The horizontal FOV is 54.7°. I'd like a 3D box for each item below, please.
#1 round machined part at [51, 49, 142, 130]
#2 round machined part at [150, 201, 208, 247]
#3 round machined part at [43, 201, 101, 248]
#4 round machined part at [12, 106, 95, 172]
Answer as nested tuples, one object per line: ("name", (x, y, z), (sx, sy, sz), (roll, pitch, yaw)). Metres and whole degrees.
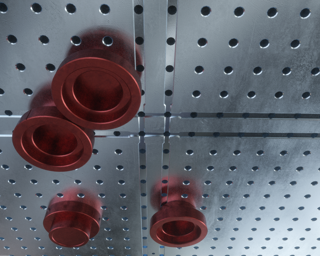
("round machined part", (-0.070, -0.047, 0.359), (0.099, 0.042, 0.097), (-1, 130, 0))
("round machined part", (0.032, 0.165, 0.542), (0.099, 0.042, 0.097), (0, 130, 0))
("round machined part", (-0.157, 0.176, 0.548), (0.099, 0.042, 0.097), (-1, 130, 0))
("round machined part", (-0.136, 0.010, 0.407), (0.099, 0.042, 0.097), (-1, 130, 0))
